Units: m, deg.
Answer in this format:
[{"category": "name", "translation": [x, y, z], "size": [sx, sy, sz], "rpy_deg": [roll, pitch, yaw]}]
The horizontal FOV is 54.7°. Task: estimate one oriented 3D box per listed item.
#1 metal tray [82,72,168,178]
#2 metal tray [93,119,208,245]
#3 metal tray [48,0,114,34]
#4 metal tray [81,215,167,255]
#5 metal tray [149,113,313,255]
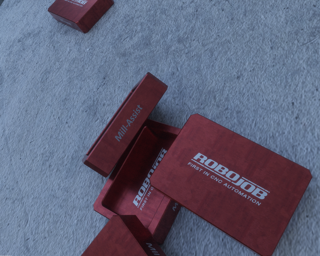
[{"category": "metal tray", "translation": [-0.048, -0.003, 0.393], "size": [0.130, 0.030, 0.090], "rpy_deg": [-56, 11, -12]}, {"category": "metal tray", "translation": [-0.010, 0.059, 0.369], "size": [0.090, 0.030, 0.130], "rpy_deg": [18, 71, 35]}, {"category": "metal tray", "translation": [-0.167, -0.253, 0.644], "size": [0.130, 0.030, 0.090], "rpy_deg": [33, 80, 38]}, {"category": "metal tray", "translation": [-0.025, 0.159, 0.293], "size": [0.090, 0.030, 0.130], "rpy_deg": [-52, 57, 10]}, {"category": "metal tray", "translation": [0.067, 0.053, 0.310], "size": [0.130, 0.030, 0.090], "rpy_deg": [29, 76, 20]}]
